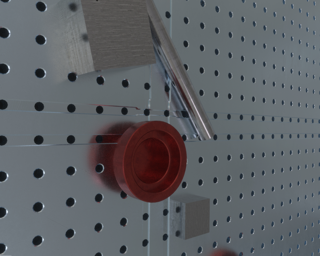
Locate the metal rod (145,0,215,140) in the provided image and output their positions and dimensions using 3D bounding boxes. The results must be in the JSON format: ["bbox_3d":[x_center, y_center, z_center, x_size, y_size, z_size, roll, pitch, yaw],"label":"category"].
[{"bbox_3d":[0.005,-0.110,0.413,0.025,0.025,0.299,-43,116,-31],"label":"metal rod"}]

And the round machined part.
[{"bbox_3d":[-0.016,0.040,0.385,0.099,0.042,0.097,0,90,-40],"label":"round machined part"}]

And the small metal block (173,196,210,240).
[{"bbox_3d":[0.046,0.128,0.448,0.050,0.025,0.050,1,90,-40],"label":"small metal block"}]

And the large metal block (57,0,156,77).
[{"bbox_3d":[-0.057,-0.105,0.345,0.081,0.050,0.079,-17,101,-39],"label":"large metal block"}]
